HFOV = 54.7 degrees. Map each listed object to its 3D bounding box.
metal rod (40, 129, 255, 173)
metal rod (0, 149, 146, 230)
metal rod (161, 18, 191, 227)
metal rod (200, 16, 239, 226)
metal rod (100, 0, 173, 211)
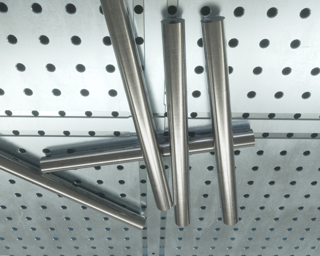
[{"bbox_3d":[-0.021,0.033,0.439,0.302,0.025,0.025,-8,130,6],"label":"metal rod"},{"bbox_3d":[-0.148,0.098,0.492,0.301,0.025,0.025,33,123,-25],"label":"metal rod"},{"bbox_3d":[0.024,0.016,0.397,0.025,0.025,0.298,-4,122,2],"label":"metal rod"},{"bbox_3d":[0.081,0.013,0.395,0.025,0.025,0.298,-8,121,6],"label":"metal rod"},{"bbox_3d":[-0.020,-0.009,0.380,0.025,0.025,0.298,-8,123,6],"label":"metal rod"}]
